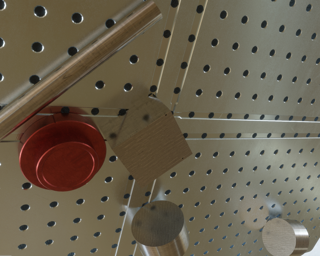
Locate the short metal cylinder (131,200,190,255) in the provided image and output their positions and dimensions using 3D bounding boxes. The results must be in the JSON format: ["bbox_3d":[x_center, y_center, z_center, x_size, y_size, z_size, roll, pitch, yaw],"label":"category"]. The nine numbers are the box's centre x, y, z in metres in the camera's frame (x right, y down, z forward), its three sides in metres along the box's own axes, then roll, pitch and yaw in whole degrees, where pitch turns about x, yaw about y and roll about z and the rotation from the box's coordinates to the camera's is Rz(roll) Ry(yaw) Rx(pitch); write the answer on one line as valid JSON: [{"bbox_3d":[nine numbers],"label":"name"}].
[{"bbox_3d":[0.001,0.159,0.475,0.080,0.080,0.050,-25,128,-13],"label":"short metal cylinder"}]

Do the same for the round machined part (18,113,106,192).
[{"bbox_3d":[-0.110,0.035,0.361,0.099,0.042,0.097,-14,124,-21],"label":"round machined part"}]

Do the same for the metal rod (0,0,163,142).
[{"bbox_3d":[-0.123,-0.034,0.322,0.301,0.025,0.025,-38,129,-3],"label":"metal rod"}]

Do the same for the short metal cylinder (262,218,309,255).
[{"bbox_3d":[0.271,0.237,0.670,0.050,0.080,0.080,15,111,-34],"label":"short metal cylinder"}]

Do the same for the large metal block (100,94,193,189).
[{"bbox_3d":[-0.016,0.017,0.397,0.080,0.050,0.080,-34,129,-6],"label":"large metal block"}]
